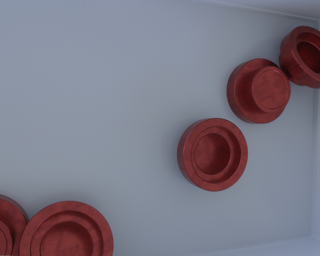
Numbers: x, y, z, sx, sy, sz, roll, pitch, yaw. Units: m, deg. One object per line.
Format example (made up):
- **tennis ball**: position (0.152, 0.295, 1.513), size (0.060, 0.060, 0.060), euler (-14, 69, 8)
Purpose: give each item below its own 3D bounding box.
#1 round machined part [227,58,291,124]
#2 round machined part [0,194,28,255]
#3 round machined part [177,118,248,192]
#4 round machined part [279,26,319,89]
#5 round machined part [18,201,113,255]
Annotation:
- **round machined part**: position (0.153, -0.055, 0.460), size (0.099, 0.042, 0.097), euler (0, 90, -20)
- **round machined part**: position (-0.193, 0.122, 0.331), size (0.099, 0.042, 0.097), euler (0, 90, -21)
- **round machined part**: position (0.068, 0.035, 0.428), size (0.099, 0.042, 0.097), euler (0, 90, -21)
- **round machined part**: position (0.224, -0.103, 0.475), size (0.099, 0.042, 0.098), euler (8, 66, -20)
- **round machined part**: position (-0.106, 0.136, 0.348), size (0.099, 0.042, 0.098), euler (14, 53, -19)
